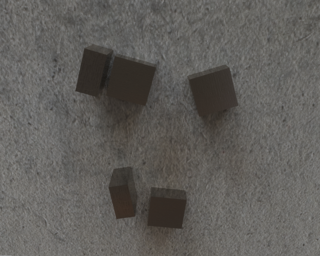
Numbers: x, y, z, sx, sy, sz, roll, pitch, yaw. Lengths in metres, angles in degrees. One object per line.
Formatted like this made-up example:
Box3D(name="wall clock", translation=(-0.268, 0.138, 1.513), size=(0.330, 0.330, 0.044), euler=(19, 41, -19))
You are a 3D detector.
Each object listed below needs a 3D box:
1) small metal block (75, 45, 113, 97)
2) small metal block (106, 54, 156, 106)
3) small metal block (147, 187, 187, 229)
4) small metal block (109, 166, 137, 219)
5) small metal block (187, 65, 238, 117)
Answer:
Box3D(name="small metal block", translation=(-0.077, -0.070, 0.370), size=(0.025, 0.050, 0.050), euler=(15, 109, -6))
Box3D(name="small metal block", translation=(-0.036, -0.060, 0.387), size=(0.050, 0.025, 0.050), euler=(15, 109, -6))
Box3D(name="small metal block", translation=(0.009, 0.117, 0.453), size=(0.050, 0.025, 0.050), euler=(6, 110, -3))
Box3D(name="small metal block", translation=(-0.050, 0.088, 0.428), size=(0.025, 0.050, 0.050), euler=(-9, 110, 3))
Box3D(name="small metal block", translation=(0.067, -0.048, 0.393), size=(0.050, 0.025, 0.050), euler=(-16, 110, 5))
